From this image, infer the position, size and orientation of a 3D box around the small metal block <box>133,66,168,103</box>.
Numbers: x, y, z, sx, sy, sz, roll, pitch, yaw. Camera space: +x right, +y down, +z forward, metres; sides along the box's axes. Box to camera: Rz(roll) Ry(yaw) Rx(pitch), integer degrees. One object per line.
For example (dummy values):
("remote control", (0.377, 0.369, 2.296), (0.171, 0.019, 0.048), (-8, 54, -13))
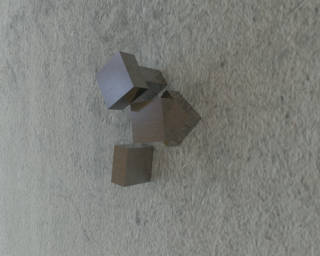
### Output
("small metal block", (-0.027, -0.054, 0.409), (0.050, 0.050, 0.025), (-40, 66, 32))

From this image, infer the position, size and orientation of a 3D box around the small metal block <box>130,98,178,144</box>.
("small metal block", (-0.008, -0.008, 0.377), (0.050, 0.025, 0.050), (-7, 86, 39))

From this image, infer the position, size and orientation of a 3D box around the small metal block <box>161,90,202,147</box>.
("small metal block", (0.016, -0.012, 0.390), (0.050, 0.025, 0.050), (52, 120, 27))

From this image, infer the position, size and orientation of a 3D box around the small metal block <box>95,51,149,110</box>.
("small metal block", (-0.048, -0.056, 0.377), (0.050, 0.025, 0.050), (-35, 69, 34))

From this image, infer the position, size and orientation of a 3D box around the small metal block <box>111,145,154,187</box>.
("small metal block", (-0.036, 0.048, 0.416), (0.025, 0.050, 0.050), (10, 96, 39))
